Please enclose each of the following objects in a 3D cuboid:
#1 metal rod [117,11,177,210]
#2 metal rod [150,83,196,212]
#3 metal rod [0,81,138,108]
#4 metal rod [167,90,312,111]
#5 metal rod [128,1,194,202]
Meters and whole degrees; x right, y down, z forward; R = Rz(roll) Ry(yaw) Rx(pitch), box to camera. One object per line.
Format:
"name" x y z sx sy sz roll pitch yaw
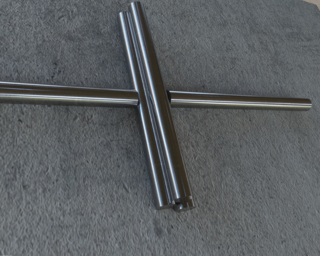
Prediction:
"metal rod" -0.024 -0.041 0.419 0.025 0.025 0.299 1 61 -28
"metal rod" -0.001 -0.035 0.429 0.025 0.025 0.299 1 61 -28
"metal rod" -0.167 -0.039 0.339 0.303 0.025 0.025 0 62 -28
"metal rod" 0.142 -0.043 0.510 0.303 0.025 0.025 -1 62 -29
"metal rod" -0.005 -0.052 0.410 0.025 0.025 0.299 1 61 -28
